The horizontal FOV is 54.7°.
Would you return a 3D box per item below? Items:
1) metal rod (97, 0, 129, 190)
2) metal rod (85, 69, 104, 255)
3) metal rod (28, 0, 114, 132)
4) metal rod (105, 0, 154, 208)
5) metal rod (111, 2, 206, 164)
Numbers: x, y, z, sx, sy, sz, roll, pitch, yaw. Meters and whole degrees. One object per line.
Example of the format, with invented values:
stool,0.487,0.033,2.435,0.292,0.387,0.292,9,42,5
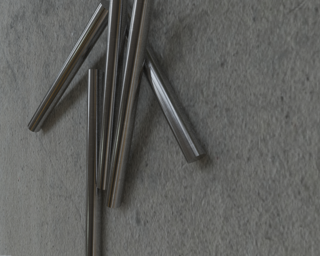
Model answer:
metal rod,-0.067,-0.055,0.436,0.025,0.025,0.298,18,108,38
metal rod,-0.103,0.059,0.487,0.025,0.025,0.298,2,91,39
metal rod,-0.158,-0.085,0.515,0.299,0.025,0.025,-44,64,36
metal rod,-0.043,-0.027,0.414,0.025,0.025,0.298,25,113,37
metal rod,-0.017,-0.091,0.417,0.025,0.025,0.299,-39,67,33
